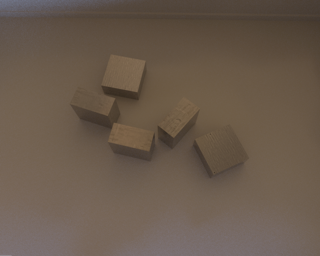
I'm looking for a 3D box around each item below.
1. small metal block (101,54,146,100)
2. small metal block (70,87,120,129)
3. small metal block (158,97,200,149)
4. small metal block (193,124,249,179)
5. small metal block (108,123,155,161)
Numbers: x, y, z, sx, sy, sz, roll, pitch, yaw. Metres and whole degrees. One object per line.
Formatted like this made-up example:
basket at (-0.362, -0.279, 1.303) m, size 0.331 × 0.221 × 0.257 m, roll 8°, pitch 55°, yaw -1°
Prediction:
small metal block at (-0.049, -0.071, 0.435) m, size 0.050 × 0.025 × 0.050 m, roll 11°, pitch 70°, yaw 4°
small metal block at (-0.083, -0.025, 0.405) m, size 0.050 × 0.050 × 0.025 m, roll 17°, pitch 71°, yaw 6°
small metal block at (0.023, -0.005, 0.398) m, size 0.025 × 0.050 × 0.050 m, roll 39°, pitch 75°, yaw 13°
small metal block at (0.077, 0.030, 0.399) m, size 0.050 × 0.025 × 0.050 m, roll -23°, pitch 72°, yaw -8°
small metal block at (-0.034, 0.019, 0.389) m, size 0.050 × 0.050 × 0.025 m, roll 13°, pitch 71°, yaw 4°
